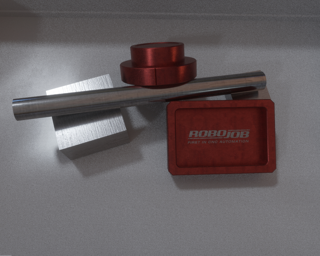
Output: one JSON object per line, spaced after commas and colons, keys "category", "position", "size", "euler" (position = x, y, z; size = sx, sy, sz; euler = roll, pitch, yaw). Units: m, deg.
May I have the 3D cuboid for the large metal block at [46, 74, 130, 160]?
{"category": "large metal block", "position": [-0.090, -0.013, 0.398], "size": [0.081, 0.050, 0.080], "euler": [-17, 71, -7]}

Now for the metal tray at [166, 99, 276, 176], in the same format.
{"category": "metal tray", "position": [0.074, 0.011, 0.387], "size": [0.131, 0.030, 0.089], "euler": [-1, 89, -2]}

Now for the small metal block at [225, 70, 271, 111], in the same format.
{"category": "small metal block", "position": [0.119, -0.048, 0.427], "size": [0.050, 0.025, 0.050], "euler": [-11, 71, -4]}

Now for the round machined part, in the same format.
{"category": "round machined part", "position": [-0.002, -0.086, 0.399], "size": [0.099, 0.098, 0.042], "euler": [-4, 111, -2]}

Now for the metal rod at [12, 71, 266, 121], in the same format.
{"category": "metal rod", "position": [-0.014, -0.041, 0.375], "size": [0.302, 0.025, 0.025], "euler": [-8, 70, -11]}
